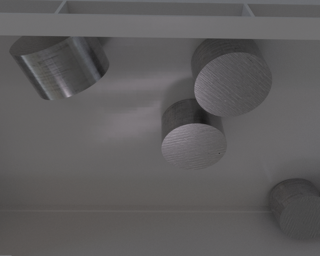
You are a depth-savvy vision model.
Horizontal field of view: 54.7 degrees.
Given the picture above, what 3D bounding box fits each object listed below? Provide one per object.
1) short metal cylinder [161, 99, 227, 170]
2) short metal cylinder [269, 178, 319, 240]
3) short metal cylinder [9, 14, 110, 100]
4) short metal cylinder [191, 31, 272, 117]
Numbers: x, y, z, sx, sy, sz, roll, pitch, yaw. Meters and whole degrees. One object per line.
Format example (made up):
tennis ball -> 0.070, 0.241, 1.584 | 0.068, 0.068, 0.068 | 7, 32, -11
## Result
short metal cylinder -> 0.042, 0.009, 0.400 | 0.081, 0.050, 0.079 | 0, 130, 0
short metal cylinder -> 0.220, 0.127, 0.487 | 0.081, 0.050, 0.079 | 0, 111, 0
short metal cylinder -> -0.098, -0.072, 0.310 | 0.080, 0.080, 0.050 | -13, 129, 11
short metal cylinder -> 0.076, -0.059, 0.343 | 0.081, 0.050, 0.079 | 0, 130, 0
